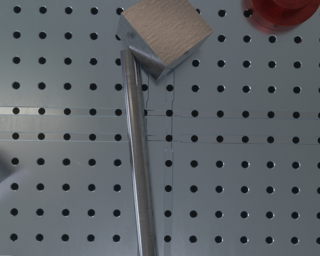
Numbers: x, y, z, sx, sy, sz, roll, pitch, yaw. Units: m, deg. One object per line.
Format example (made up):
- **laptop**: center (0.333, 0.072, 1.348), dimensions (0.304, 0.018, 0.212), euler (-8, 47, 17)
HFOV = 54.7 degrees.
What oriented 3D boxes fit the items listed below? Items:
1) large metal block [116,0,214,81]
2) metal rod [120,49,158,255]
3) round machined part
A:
- **large metal block**: center (0.005, -0.120, 0.389), dimensions (0.080, 0.050, 0.080), euler (-40, 90, -19)
- **metal rod**: center (-0.027, 0.046, 0.413), dimensions (0.025, 0.025, 0.298), euler (-5, 90, 0)
- **round machined part**: center (0.166, -0.182, 0.406), dimensions (0.099, 0.042, 0.097), euler (0, 90, 0)
